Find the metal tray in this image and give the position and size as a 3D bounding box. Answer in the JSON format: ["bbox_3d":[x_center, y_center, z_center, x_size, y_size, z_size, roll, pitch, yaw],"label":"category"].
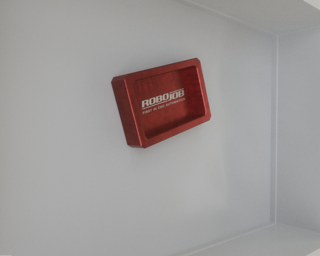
[{"bbox_3d":[0.008,-0.036,0.408,0.131,0.030,0.090,-22,104,-38],"label":"metal tray"}]
